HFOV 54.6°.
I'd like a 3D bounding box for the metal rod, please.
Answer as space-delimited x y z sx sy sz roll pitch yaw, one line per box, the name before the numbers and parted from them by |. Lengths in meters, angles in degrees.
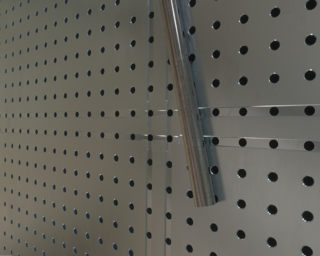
metal rod | 0.029 -0.055 0.385 0.025 0.025 0.299 -16 80 39
